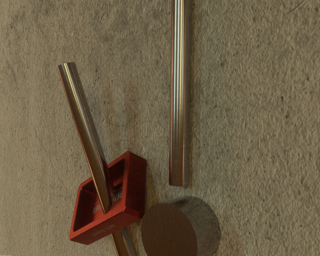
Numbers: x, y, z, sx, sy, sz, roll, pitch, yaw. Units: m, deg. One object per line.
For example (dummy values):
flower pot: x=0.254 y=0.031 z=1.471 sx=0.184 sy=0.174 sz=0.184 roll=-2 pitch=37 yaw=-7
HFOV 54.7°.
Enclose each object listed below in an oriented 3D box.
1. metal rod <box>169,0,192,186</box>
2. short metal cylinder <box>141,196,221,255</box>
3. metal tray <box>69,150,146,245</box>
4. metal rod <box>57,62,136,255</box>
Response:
metal rod: x=0.025 y=-0.079 z=0.382 sx=0.025 sy=0.025 sz=0.298 roll=1 pitch=91 yaw=39
short metal cylinder: x=0.024 y=0.125 z=0.367 sx=0.080 sy=0.050 sz=0.079 roll=0 pitch=90 yaw=39
metal tray: x=-0.074 y=0.099 z=0.433 sx=0.130 sy=0.030 sz=0.090 roll=-35 pitch=38 yaw=34
metal rod: x=-0.084 y=0.057 z=0.429 sx=0.025 sy=0.025 sz=0.298 roll=-14 pitch=94 yaw=39
